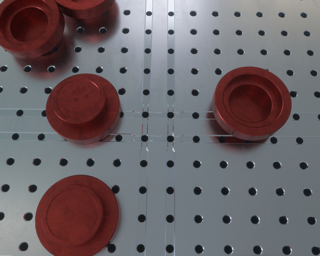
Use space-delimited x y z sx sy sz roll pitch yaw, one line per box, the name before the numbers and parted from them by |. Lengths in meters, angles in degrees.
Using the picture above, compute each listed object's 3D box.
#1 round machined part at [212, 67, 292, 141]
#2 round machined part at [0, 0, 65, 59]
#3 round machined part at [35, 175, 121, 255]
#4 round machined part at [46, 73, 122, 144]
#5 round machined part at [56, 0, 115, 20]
round machined part | 0.118 -0.029 0.414 0.099 0.042 0.098 0 70 0
round machined part | -0.186 -0.145 0.450 0.098 0.042 0.098 -1 76 5
round machined part | -0.098 0.103 0.365 0.099 0.042 0.098 0 70 0
round machined part | -0.103 -0.031 0.413 0.099 0.042 0.098 0 70 0
round machined part | -0.116 -0.207 0.478 0.099 0.042 0.098 0 70 0
